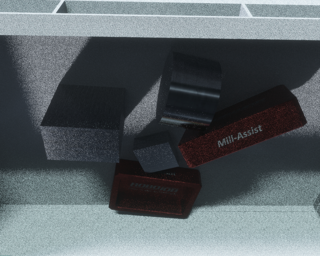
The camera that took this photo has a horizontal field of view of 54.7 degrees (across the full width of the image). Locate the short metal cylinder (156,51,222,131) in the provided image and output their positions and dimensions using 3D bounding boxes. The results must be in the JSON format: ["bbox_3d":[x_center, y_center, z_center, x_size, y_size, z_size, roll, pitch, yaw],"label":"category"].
[{"bbox_3d":[0.029,-0.039,0.340,0.050,0.080,0.079,10,129,-9],"label":"short metal cylinder"}]

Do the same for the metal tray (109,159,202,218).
[{"bbox_3d":[-0.010,0.098,0.489,0.131,0.030,0.089,9,130,-8],"label":"metal tray"}]

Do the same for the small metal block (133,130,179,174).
[{"bbox_3d":[-0.005,0.035,0.439,0.050,0.025,0.050,-15,129,11],"label":"small metal block"}]

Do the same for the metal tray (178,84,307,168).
[{"bbox_3d":[0.092,-0.004,0.361,0.130,0.090,0.030,-24,100,18],"label":"metal tray"}]

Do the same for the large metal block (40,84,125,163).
[{"bbox_3d":[-0.085,-0.007,0.366,0.081,0.080,0.050,3,130,-3],"label":"large metal block"}]
